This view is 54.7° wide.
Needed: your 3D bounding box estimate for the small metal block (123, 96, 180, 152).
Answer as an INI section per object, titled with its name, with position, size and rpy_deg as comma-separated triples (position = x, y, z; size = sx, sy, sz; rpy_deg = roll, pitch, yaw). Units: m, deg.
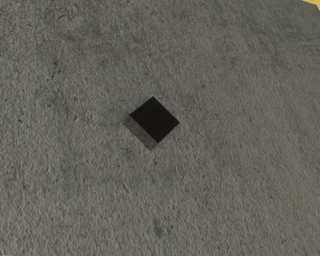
[small metal block]
position = -0.011, -0.006, 0.405
size = 0.050, 0.025, 0.050
rpy_deg = 45, 51, 3
